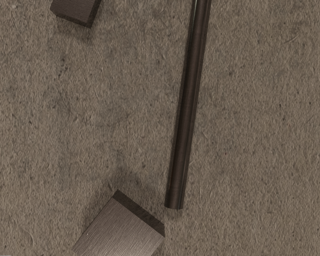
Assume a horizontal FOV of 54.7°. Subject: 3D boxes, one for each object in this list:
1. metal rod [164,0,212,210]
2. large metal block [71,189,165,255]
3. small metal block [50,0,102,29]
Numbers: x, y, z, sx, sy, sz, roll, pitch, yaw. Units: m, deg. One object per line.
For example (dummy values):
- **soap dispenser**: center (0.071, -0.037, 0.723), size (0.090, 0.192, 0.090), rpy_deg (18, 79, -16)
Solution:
- **metal rod**: center (0.038, -0.043, 0.410), size (0.025, 0.025, 0.298), rpy_deg (8, 90, -1)
- **large metal block**: center (-0.050, 0.139, 0.397), size (0.080, 0.050, 0.080), rpy_deg (38, 90, -1)
- **small metal block**: center (-0.109, -0.167, 0.408), size (0.050, 0.025, 0.050), rpy_deg (21, 90, -1)
